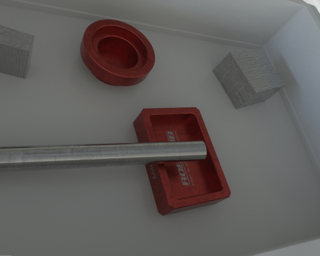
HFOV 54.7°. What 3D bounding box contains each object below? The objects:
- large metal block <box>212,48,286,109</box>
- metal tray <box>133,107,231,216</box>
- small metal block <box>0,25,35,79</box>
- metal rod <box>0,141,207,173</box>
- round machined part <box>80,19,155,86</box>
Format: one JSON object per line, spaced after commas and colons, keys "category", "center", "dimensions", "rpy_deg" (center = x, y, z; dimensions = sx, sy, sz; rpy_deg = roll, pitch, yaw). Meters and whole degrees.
{"category": "large metal block", "center": [0.150, -0.085, 0.525], "dimensions": [0.081, 0.050, 0.080], "rpy_deg": [-16, 70, -35]}
{"category": "metal tray", "center": [0.027, 0.037, 0.395], "dimensions": [0.091, 0.030, 0.130], "rpy_deg": [-4, 64, -30]}
{"category": "small metal block", "center": [-0.174, -0.086, 0.349], "dimensions": [0.050, 0.050, 0.025], "rpy_deg": [14, 56, -21]}
{"category": "metal rod", "center": [-0.092, 0.029, 0.315], "dimensions": [0.303, 0.025, 0.025], "rpy_deg": [-1, 62, -21]}
{"category": "round machined part", "center": [-0.060, -0.097, 0.423], "dimensions": [0.099, 0.042, 0.098], "rpy_deg": [14, 56, -21]}
